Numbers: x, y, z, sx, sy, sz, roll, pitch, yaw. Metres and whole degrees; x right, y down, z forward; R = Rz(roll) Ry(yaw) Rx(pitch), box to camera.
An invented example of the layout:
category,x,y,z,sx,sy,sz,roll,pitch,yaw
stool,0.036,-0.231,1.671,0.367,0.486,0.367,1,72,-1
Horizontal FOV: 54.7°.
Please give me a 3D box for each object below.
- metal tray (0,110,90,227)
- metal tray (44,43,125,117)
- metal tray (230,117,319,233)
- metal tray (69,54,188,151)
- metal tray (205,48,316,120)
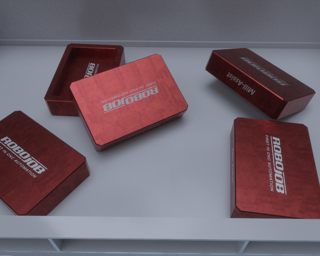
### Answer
category,x,y,z,sx,sy,sz,roll,pitch,yaw
metal tray,-0.161,0.041,0.366,0.130,0.030,0.090,31,56,23
metal tray,-0.106,-0.075,0.463,0.091,0.030,0.130,3,50,2
metal tray,0.130,0.049,0.362,0.090,0.030,0.130,6,50,5
metal tray,-0.040,-0.036,0.408,0.131,0.030,0.090,-23,79,-19
metal tray,0.140,-0.068,0.440,0.091,0.030,0.130,-16,49,-40
